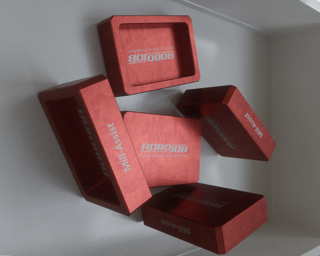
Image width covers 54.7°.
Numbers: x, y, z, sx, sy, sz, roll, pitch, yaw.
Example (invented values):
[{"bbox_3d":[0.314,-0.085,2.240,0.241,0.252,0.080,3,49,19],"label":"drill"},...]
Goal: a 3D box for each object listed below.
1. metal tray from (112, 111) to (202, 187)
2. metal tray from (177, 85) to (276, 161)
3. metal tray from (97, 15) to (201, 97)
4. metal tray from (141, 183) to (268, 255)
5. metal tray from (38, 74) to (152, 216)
[{"bbox_3d":[-0.003,0.028,0.399,0.131,0.030,0.089,4,87,-40],"label":"metal tray"},{"bbox_3d":[0.096,-0.004,0.444,0.130,0.090,0.030,45,63,-31],"label":"metal tray"},{"bbox_3d":[-0.008,-0.094,0.396,0.131,0.030,0.089,-17,101,-39],"label":"metal tray"},{"bbox_3d":[0.050,0.101,0.379,0.091,0.130,0.030,-17,101,-40],"label":"metal tray"},{"bbox_3d":[-0.066,0.017,0.308,0.030,0.090,0.129,-31,110,-37],"label":"metal tray"}]
